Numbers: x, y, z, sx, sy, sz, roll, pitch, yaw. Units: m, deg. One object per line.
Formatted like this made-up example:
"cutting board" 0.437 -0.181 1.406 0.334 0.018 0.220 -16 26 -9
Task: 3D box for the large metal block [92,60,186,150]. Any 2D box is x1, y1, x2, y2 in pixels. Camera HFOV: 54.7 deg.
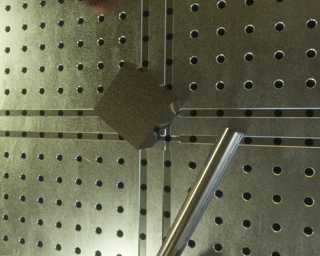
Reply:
"large metal block" -0.027 -0.029 0.408 0.080 0.050 0.080 39 102 15

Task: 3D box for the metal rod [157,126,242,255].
"metal rod" 0.025 0.135 0.402 0.025 0.025 0.298 28 99 17
